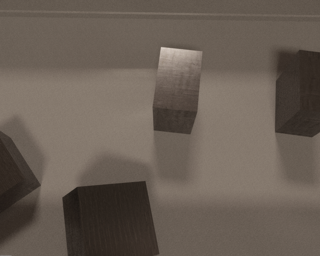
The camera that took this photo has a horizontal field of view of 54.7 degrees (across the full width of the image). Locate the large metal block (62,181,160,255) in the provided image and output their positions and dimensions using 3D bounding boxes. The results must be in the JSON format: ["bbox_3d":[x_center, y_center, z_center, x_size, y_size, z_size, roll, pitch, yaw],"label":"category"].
[{"bbox_3d":[-0.055,0.106,0.338,0.081,0.050,0.080,2,66,-35],"label":"large metal block"}]

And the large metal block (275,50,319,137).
[{"bbox_3d":[0.188,-0.041,0.398,0.050,0.080,0.080,8,70,2],"label":"large metal block"}]

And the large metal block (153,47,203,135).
[{"bbox_3d":[0.021,-0.044,0.397,0.050,0.080,0.080,6,70,2],"label":"large metal block"}]

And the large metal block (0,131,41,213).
[{"bbox_3d":[-0.208,0.058,0.373,0.080,0.050,0.080,-35,74,-12],"label":"large metal block"}]
